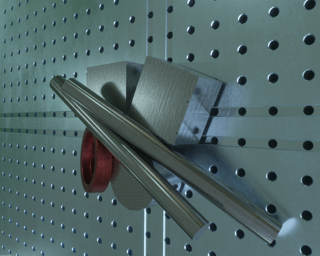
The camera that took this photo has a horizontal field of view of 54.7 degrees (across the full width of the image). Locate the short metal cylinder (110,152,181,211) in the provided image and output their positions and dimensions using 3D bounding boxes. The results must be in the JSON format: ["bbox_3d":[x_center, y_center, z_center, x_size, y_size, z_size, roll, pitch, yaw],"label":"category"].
[{"bbox_3d":[-0.019,0.062,0.402,0.080,0.050,0.079,0,90,40],"label":"short metal cylinder"}]

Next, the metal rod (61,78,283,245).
[{"bbox_3d":[-0.002,0.026,0.357,0.300,0.025,0.025,34,112,19],"label":"metal rod"}]

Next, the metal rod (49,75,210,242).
[{"bbox_3d":[-0.056,0.018,0.383,0.300,0.025,0.025,41,115,31],"label":"metal rod"}]

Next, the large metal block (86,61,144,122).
[{"bbox_3d":[-0.057,-0.045,0.431,0.080,0.050,0.079,1,91,40],"label":"large metal block"}]

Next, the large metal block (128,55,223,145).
[{"bbox_3d":[0.016,-0.034,0.374,0.080,0.050,0.079,31,109,35],"label":"large metal block"}]

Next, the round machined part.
[{"bbox_3d":[-0.083,0.044,0.447,0.098,0.042,0.097,-13,75,62],"label":"round machined part"}]
